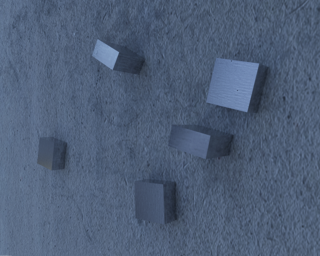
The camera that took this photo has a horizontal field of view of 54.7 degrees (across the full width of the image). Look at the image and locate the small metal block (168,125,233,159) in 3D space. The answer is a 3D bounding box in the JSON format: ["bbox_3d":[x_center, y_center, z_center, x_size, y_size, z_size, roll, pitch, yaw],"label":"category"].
[{"bbox_3d":[0.046,0.014,0.350,0.050,0.050,0.025,17,101,38],"label":"small metal block"}]

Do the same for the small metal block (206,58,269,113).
[{"bbox_3d":[0.083,-0.046,0.336,0.050,0.025,0.050,19,102,38],"label":"small metal block"}]

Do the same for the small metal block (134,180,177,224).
[{"bbox_3d":[-0.006,0.096,0.410,0.050,0.025,0.050,-3,88,40],"label":"small metal block"}]

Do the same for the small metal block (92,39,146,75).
[{"bbox_3d":[-0.058,-0.100,0.437,0.050,0.050,0.025,37,113,34],"label":"small metal block"}]

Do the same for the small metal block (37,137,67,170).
[{"bbox_3d":[-0.199,0.046,0.570,0.050,0.025,0.050,13,99,39],"label":"small metal block"}]
